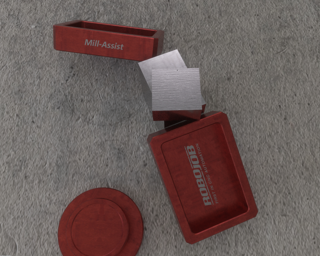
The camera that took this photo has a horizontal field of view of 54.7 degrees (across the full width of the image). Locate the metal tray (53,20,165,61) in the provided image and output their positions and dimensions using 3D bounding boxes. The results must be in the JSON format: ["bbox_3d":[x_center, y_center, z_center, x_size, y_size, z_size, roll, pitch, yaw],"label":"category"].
[{"bbox_3d":[-0.064,-0.120,0.419,0.131,0.090,0.030,8,114,3],"label":"metal tray"}]

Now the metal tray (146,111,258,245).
[{"bbox_3d":[0.049,0.055,0.356,0.091,0.030,0.129,-21,98,-8],"label":"metal tray"}]

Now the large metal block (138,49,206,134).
[{"bbox_3d":[0.014,-0.036,0.390,0.050,0.080,0.080,-21,68,-7],"label":"large metal block"}]

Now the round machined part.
[{"bbox_3d":[-0.068,0.117,0.356,0.099,0.042,0.098,0,70,0],"label":"round machined part"}]

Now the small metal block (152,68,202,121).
[{"bbox_3d":[0.017,-0.036,0.333,0.050,0.025,0.050,-1,67,1],"label":"small metal block"}]
